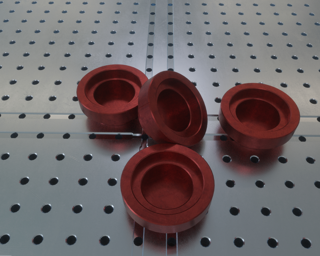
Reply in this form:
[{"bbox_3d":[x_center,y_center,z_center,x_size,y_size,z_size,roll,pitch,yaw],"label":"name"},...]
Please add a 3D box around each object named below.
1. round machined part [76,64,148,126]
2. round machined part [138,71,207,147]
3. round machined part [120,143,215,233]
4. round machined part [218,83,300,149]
[{"bbox_3d":[-0.062,-0.042,0.432,0.099,0.042,0.098,0,50,0],"label":"round machined part"},{"bbox_3d":[0.011,-0.019,0.391,0.099,0.042,0.098,18,61,-36],"label":"round machined part"},{"bbox_3d":[0.008,0.068,0.340,0.099,0.042,0.098,0,50,0],"label":"round machined part"},{"bbox_3d":[0.126,-0.011,0.407,0.099,0.042,0.098,0,50,0],"label":"round machined part"}]
